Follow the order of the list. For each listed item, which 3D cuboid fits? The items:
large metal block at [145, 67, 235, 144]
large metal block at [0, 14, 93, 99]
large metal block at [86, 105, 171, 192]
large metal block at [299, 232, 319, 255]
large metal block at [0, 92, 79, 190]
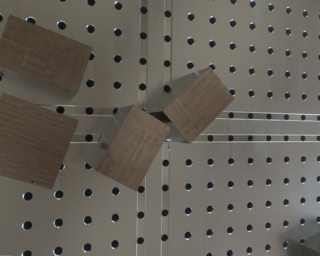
[{"bbox_3d":[0.033,-0.027,0.397,0.080,0.080,0.050,-44,104,-15],"label":"large metal block"},{"bbox_3d":[-0.125,-0.071,0.337,0.081,0.080,0.050,18,84,-20],"label":"large metal block"},{"bbox_3d":[-0.041,0.021,0.369,0.050,0.080,0.080,32,80,-18],"label":"large metal block"},{"bbox_3d":[0.288,0.217,0.509,0.081,0.050,0.080,-19,97,-19],"label":"large metal block"},{"bbox_3d":[-0.146,0.015,0.346,0.080,0.050,0.080,22,83,-19],"label":"large metal block"}]
